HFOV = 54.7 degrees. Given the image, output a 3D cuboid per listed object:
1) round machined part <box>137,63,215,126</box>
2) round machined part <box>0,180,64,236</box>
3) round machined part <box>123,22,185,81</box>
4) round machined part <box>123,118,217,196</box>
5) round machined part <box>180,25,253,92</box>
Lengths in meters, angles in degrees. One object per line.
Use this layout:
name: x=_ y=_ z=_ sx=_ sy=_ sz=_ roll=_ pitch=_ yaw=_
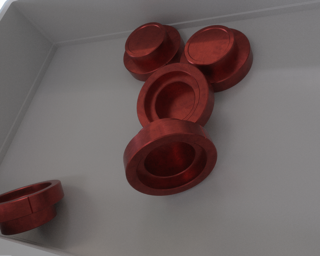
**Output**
round machined part: x=0.023 y=-0.030 z=0.393 sx=0.098 sy=0.042 sz=0.098 roll=-10 pitch=68 yaw=27
round machined part: x=-0.173 y=0.103 z=0.399 sx=0.098 sy=0.098 sz=0.042 roll=-13 pitch=94 yaw=21
round machined part: x=-0.014 y=-0.123 z=0.478 sx=0.098 sy=0.042 sz=0.098 roll=-13 pitch=56 yaw=21
round machined part: x=0.009 y=0.027 z=0.338 sx=0.098 sy=0.098 sz=0.042 roll=-29 pitch=43 yaw=10
round machined part: x=0.072 y=-0.099 z=0.418 sx=0.098 sy=0.042 sz=0.098 roll=-13 pitch=56 yaw=21
